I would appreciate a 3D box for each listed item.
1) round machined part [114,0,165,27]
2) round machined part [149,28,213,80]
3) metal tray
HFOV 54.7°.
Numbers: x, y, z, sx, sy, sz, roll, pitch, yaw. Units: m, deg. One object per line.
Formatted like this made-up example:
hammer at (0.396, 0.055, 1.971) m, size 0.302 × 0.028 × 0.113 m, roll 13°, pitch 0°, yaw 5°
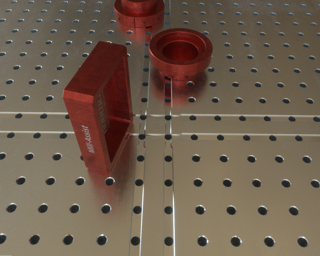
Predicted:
round machined part at (-0.040, -0.239, 0.597) m, size 0.099 × 0.042 × 0.098 m, roll 0°, pitch 50°, yaw 0°
round machined part at (0.032, -0.114, 0.493) m, size 0.099 × 0.042 × 0.098 m, roll 0°, pitch 50°, yaw 0°
metal tray at (-0.063, -0.020, 0.356) m, size 0.030 × 0.129 × 0.090 m, roll 13°, pitch 51°, yaw 10°
